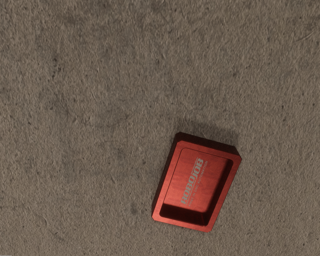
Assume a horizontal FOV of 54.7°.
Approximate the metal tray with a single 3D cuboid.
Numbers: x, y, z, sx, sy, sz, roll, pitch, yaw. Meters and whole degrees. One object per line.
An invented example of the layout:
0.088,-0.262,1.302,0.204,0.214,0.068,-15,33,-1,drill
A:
0.048,0.078,0.436,0.091,0.030,0.129,15,109,-6,metal tray
